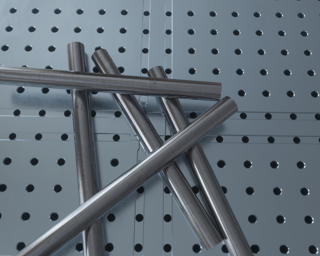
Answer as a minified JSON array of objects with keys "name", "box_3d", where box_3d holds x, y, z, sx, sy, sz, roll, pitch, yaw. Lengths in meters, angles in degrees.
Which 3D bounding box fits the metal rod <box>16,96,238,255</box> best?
[{"name":"metal rod","box_3d":[-0.027,0.056,0.364,0.301,0.025,0.025,-36,74,-13]}]

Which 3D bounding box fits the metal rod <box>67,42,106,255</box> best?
[{"name":"metal rod","box_3d":[-0.098,0.019,0.403,0.025,0.025,0.299,-9,70,-4]}]

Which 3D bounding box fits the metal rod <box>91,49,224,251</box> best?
[{"name":"metal rod","box_3d":[-0.012,0.015,0.405,0.025,0.025,0.299,-29,73,-10]}]

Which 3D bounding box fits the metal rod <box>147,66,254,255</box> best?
[{"name":"metal rod","box_3d":[0.051,0.049,0.394,0.025,0.025,0.299,-21,72,-8]}]

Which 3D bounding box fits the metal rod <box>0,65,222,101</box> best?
[{"name":"metal rod","box_3d":[-0.072,-0.059,0.406,0.302,0.025,0.025,5,70,1]}]
